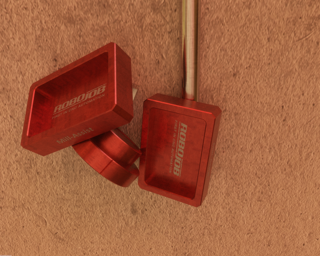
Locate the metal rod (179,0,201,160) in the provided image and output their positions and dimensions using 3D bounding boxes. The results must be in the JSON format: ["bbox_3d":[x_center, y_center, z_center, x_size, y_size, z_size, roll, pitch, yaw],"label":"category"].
[{"bbox_3d":[0.036,-0.098,0.374,0.025,0.025,0.298,-2,110,0],"label":"metal rod"}]

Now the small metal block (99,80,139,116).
[{"bbox_3d":[-0.060,-0.038,0.395,0.050,0.025,0.050,20,109,-8],"label":"small metal block"}]

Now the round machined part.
[{"bbox_3d":[-0.061,0.024,0.381,0.098,0.098,0.042,42,91,-14],"label":"round machined part"}]

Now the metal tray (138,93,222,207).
[{"bbox_3d":[0.022,0.028,0.395,0.090,0.030,0.129,14,115,20],"label":"metal tray"}]

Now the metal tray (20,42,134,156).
[{"bbox_3d":[-0.093,-0.030,0.345,0.130,0.090,0.030,-20,146,23],"label":"metal tray"}]
